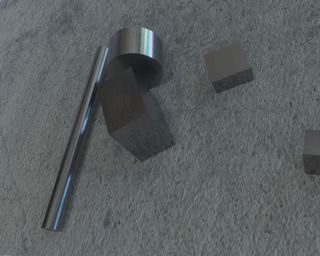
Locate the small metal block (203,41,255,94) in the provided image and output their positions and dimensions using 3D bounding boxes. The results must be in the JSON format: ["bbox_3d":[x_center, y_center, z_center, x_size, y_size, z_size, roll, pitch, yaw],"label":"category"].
[{"bbox_3d":[0.089,-0.079,0.405,0.050,0.025,0.050,-20,54,16],"label":"small metal block"}]

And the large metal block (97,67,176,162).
[{"bbox_3d":[-0.030,-0.015,0.392,0.050,0.080,0.080,-28,52,10],"label":"large metal block"}]

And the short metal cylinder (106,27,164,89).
[{"bbox_3d":[-0.035,-0.097,0.445,0.080,0.080,0.050,-13,56,20],"label":"short metal cylinder"}]

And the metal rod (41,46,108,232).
[{"bbox_3d":[-0.118,-0.001,0.464,0.025,0.025,0.299,-5,59,25],"label":"metal rod"}]

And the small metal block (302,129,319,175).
[{"bbox_3d":[0.162,0.025,0.287,0.050,0.050,0.025,4,64,30],"label":"small metal block"}]
